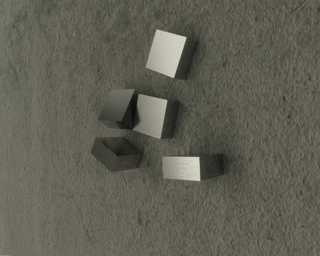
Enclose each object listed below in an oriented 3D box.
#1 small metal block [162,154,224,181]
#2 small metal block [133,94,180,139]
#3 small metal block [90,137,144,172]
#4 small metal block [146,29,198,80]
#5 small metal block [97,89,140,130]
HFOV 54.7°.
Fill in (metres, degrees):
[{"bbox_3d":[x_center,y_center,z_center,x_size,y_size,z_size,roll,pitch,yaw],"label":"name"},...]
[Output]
[{"bbox_3d":[0.038,0.044,0.357,0.050,0.050,0.025,-4,88,40],"label":"small metal block"},{"bbox_3d":[-0.006,-0.016,0.410,0.050,0.025,0.050,17,101,38],"label":"small metal block"},{"bbox_3d":[-0.061,0.036,0.439,0.050,0.050,0.025,34,111,34],"label":"small metal block"},{"bbox_3d":[0.014,-0.093,0.393,0.050,0.025,0.050,28,107,36],"label":"small metal block"},{"bbox_3d":[-0.054,-0.026,0.436,0.050,0.025,0.050,3,65,41],"label":"small metal block"}]
